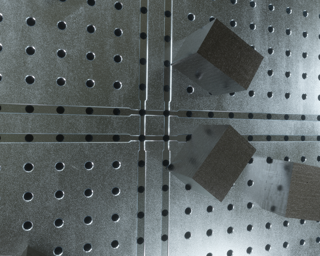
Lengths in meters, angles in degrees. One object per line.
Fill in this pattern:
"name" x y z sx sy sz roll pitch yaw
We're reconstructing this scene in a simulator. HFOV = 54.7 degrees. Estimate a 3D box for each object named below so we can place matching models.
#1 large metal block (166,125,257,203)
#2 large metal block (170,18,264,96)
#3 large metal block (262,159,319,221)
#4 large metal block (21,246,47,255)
"large metal block" 0.065 0.042 0.409 0.050 0.080 0.080 41 77 -16
"large metal block" 0.073 -0.089 0.412 0.080 0.080 0.050 32 80 -18
"large metal block" 0.214 0.096 0.481 0.081 0.050 0.080 12 86 -20
"large metal block" -0.139 0.196 0.349 0.080 0.050 0.080 37 78 -17
